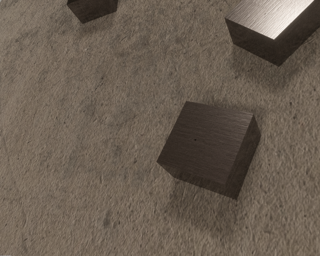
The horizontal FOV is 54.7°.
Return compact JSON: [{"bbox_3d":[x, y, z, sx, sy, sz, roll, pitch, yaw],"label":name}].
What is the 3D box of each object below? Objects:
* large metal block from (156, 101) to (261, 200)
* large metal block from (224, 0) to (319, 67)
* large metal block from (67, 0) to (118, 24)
[{"bbox_3d":[0.056,0.023,0.344,0.080,0.050,0.080,15,69,33],"label":"large metal block"},{"bbox_3d":[0.145,-0.137,0.396,0.080,0.050,0.080,-44,51,-3],"label":"large metal block"},{"bbox_3d":[-0.130,-0.265,0.616,0.080,0.050,0.080,-12,57,21],"label":"large metal block"}]
